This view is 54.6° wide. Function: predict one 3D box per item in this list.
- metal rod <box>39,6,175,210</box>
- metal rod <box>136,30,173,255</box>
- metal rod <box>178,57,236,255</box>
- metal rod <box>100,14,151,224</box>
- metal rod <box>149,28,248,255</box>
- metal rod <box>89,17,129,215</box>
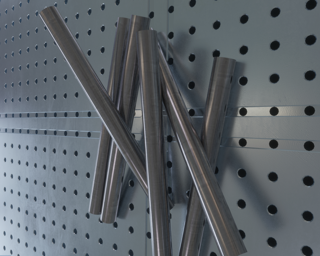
[{"bbox_3d":[-0.068,-0.021,0.403,0.025,0.025,0.299,-30,91,36],"label":"metal rod"},{"bbox_3d":[-0.005,0.037,0.374,0.025,0.025,0.298,0,96,40],"label":"metal rod"},{"bbox_3d":[0.050,0.068,0.369,0.025,0.025,0.298,15,100,39],"label":"metal rod"},{"bbox_3d":[-0.052,0.000,0.431,0.025,0.025,0.298,25,113,37],"label":"metal rod"},{"bbox_3d":[0.026,-0.004,0.361,0.025,0.025,0.299,-39,58,33],"label":"metal rod"},{"bbox_3d":[-0.075,-0.013,0.472,0.025,0.025,0.298,17,101,39],"label":"metal rod"}]
